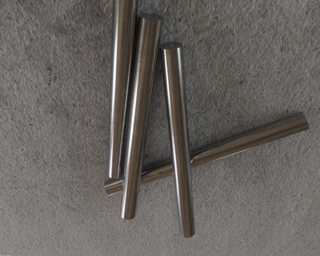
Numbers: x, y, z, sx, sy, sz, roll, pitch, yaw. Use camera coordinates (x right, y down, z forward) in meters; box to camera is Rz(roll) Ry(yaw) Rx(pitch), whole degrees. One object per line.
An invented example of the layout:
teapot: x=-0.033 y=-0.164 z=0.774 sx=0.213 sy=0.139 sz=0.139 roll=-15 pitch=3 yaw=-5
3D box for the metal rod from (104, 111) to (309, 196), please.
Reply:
metal rod: x=0.054 y=0.042 z=0.443 sx=0.300 sy=0.025 sz=0.025 roll=-21 pitch=127 yaw=17

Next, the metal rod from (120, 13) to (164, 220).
metal rod: x=-0.029 y=0.010 z=0.395 sx=0.025 sy=0.025 sz=0.298 roll=6 pitch=124 yaw=-5

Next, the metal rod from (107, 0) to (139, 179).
metal rod: x=-0.047 y=-0.046 z=0.366 sx=0.025 sy=0.025 sz=0.298 roll=6 pitch=130 yaw=-5

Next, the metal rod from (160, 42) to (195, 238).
metal rod: x=0.028 y=0.037 z=0.411 sx=0.025 sy=0.025 sz=0.298 roll=-5 pitch=122 yaw=4
